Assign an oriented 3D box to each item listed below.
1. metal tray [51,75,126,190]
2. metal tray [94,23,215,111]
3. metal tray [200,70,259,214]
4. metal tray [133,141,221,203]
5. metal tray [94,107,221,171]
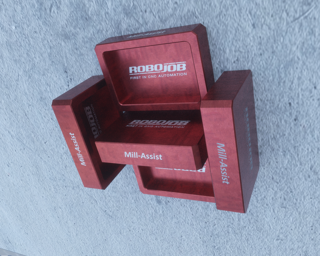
[{"bbox_3d":[-0.082,0.005,0.413,0.030,0.090,0.129,1,119,27],"label":"metal tray"},{"bbox_3d":[-0.005,-0.067,0.367,0.130,0.030,0.089,0,122,28],"label":"metal tray"},{"bbox_3d":[0.080,0.013,0.332,0.030,0.090,0.129,1,119,28],"label":"metal tray"},{"bbox_3d":[0.025,0.053,0.426,0.130,0.030,0.089,1,118,27],"label":"metal tray"},{"bbox_3d":[0.000,0.008,0.373,0.130,0.090,0.030,1,120,27],"label":"metal tray"}]
